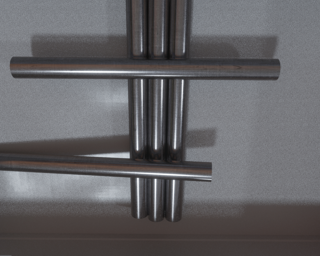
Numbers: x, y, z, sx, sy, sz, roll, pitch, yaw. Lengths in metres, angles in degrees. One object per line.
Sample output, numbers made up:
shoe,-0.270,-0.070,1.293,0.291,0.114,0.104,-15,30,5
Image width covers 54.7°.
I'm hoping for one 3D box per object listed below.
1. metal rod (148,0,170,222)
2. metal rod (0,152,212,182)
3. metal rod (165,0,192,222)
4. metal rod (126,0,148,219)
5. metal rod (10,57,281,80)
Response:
metal rod,-0.004,-0.008,0.407,0.025,0.025,0.298,1,110,0
metal rod,-0.085,0.050,0.409,0.302,0.025,0.025,2,110,6
metal rod,0.022,-0.008,0.406,0.025,0.025,0.298,1,110,0
metal rod,-0.028,-0.013,0.405,0.025,0.025,0.298,0,110,0
metal rod,-0.016,-0.069,0.358,0.302,0.025,0.025,0,110,0
